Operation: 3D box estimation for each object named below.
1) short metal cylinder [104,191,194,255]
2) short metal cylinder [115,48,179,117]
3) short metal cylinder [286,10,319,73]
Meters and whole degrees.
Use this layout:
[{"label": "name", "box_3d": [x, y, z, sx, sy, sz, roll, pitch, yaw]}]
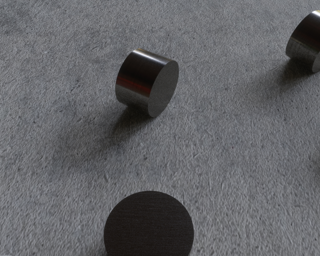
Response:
[{"label": "short metal cylinder", "box_3d": [-0.010, 0.108, 0.296, 0.080, 0.050, 0.080, 0, 50, 0]}, {"label": "short metal cylinder", "box_3d": [-0.016, -0.061, 0.418, 0.050, 0.080, 0.080, 25, 54, 19]}, {"label": "short metal cylinder", "box_3d": [0.244, -0.134, 0.481, 0.081, 0.080, 0.050, -30, 56, -22]}]
